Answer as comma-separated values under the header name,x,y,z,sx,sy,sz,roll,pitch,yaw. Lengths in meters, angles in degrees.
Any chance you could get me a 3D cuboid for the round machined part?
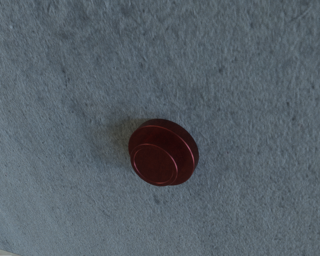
name,x,y,z,sx,sy,sz,roll,pitch,yaw
round machined part,-0.001,0.040,0.420,0.098,0.042,0.097,13,124,20
